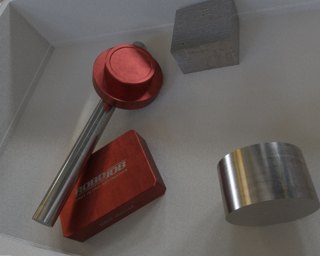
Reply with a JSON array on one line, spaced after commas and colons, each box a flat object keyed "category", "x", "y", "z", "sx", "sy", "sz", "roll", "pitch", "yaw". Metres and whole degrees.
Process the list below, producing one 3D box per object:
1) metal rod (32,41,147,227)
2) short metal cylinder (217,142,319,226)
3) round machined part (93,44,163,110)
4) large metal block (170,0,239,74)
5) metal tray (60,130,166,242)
[{"category": "metal rod", "x": -0.083, "y": -0.012, "z": 0.425, "sx": 0.025, "sy": 0.025, "sz": 0.300, "roll": 3, "pitch": 54, "yaw": 29}, {"category": "short metal cylinder", "x": 0.097, "y": 0.055, "z": 0.286, "sx": 0.080, "sy": 0.080, "sz": 0.050, "roll": -16, "pitch": 55, "yaw": 18}, {"category": "round machined part", "x": -0.043, "y": -0.078, "z": 0.432, "sx": 0.099, "sy": 0.042, "sz": 0.098, "roll": 6, "pitch": 61, "yaw": -12}, {"category": "large metal block", "x": 0.065, "y": -0.128, "z": 0.433, "sx": 0.080, "sy": 0.050, "sz": 0.080, "roll": -6, "pitch": 59, "yaw": 24}, {"category": "metal tray", "x": -0.067, "y": 0.072, "z": 0.392, "sx": 0.130, "sy": 0.030, "sz": 0.090, "roll": -32, "pitch": 52, "yaw": 7}]
